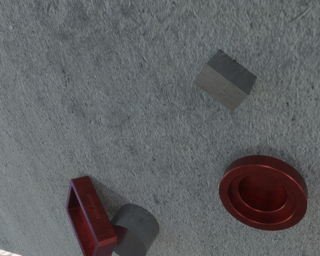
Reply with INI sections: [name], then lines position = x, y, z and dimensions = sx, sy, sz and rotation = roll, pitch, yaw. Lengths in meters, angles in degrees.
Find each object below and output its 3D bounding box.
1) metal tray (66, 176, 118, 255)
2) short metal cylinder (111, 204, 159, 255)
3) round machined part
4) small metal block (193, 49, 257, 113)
[metal tray]
position = -0.118, 0.156, 0.516
dimensions = 0.130, 0.030, 0.089
rotation = 54, 138, 35
[short metal cylinder]
position = -0.048, 0.176, 0.523
dimensions = 0.080, 0.050, 0.079
rotation = 13, 124, 20
[round machined part]
position = 0.125, 0.073, 0.375
dimensions = 0.098, 0.042, 0.097
rotation = 13, 124, 20
[small metal block]
position = 0.069, -0.050, 0.323
dimensions = 0.050, 0.050, 0.025
rotation = 38, 129, 2
